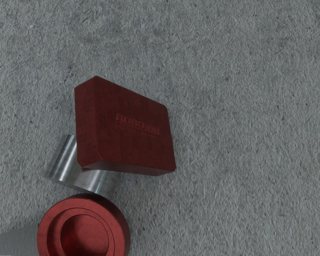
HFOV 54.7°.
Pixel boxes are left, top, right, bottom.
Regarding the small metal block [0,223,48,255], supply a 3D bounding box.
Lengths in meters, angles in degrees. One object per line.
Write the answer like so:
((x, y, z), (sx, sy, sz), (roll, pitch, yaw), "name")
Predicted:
((-0.157, 0.142, 0.354), (0.050, 0.025, 0.050), (-15, 71, -6), "small metal block")

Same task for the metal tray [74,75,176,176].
((-0.035, 0.004, 0.355), (0.030, 0.131, 0.090), (-21, 67, 32), "metal tray")

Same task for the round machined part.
((-0.080, 0.120, 0.342), (0.098, 0.042, 0.097), (0, 91, 11), "round machined part")

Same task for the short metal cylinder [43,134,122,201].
((-0.086, 0.047, 0.361), (0.080, 0.080, 0.050), (17, 71, 6), "short metal cylinder")
